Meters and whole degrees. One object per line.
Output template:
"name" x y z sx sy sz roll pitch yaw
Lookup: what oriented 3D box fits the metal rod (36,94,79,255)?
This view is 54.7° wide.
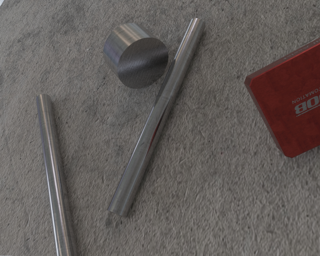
"metal rod" -0.154 0.057 0.449 0.025 0.025 0.300 -31 52 8

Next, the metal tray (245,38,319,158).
"metal tray" 0.162 -0.039 0.302 0.130 0.090 0.030 -28 10 10

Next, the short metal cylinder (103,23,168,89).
"short metal cylinder" -0.035 -0.104 0.451 0.080 0.080 0.050 -40 51 1

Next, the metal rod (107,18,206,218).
"metal rod" 0.003 -0.028 0.419 0.025 0.025 0.300 10 66 32
